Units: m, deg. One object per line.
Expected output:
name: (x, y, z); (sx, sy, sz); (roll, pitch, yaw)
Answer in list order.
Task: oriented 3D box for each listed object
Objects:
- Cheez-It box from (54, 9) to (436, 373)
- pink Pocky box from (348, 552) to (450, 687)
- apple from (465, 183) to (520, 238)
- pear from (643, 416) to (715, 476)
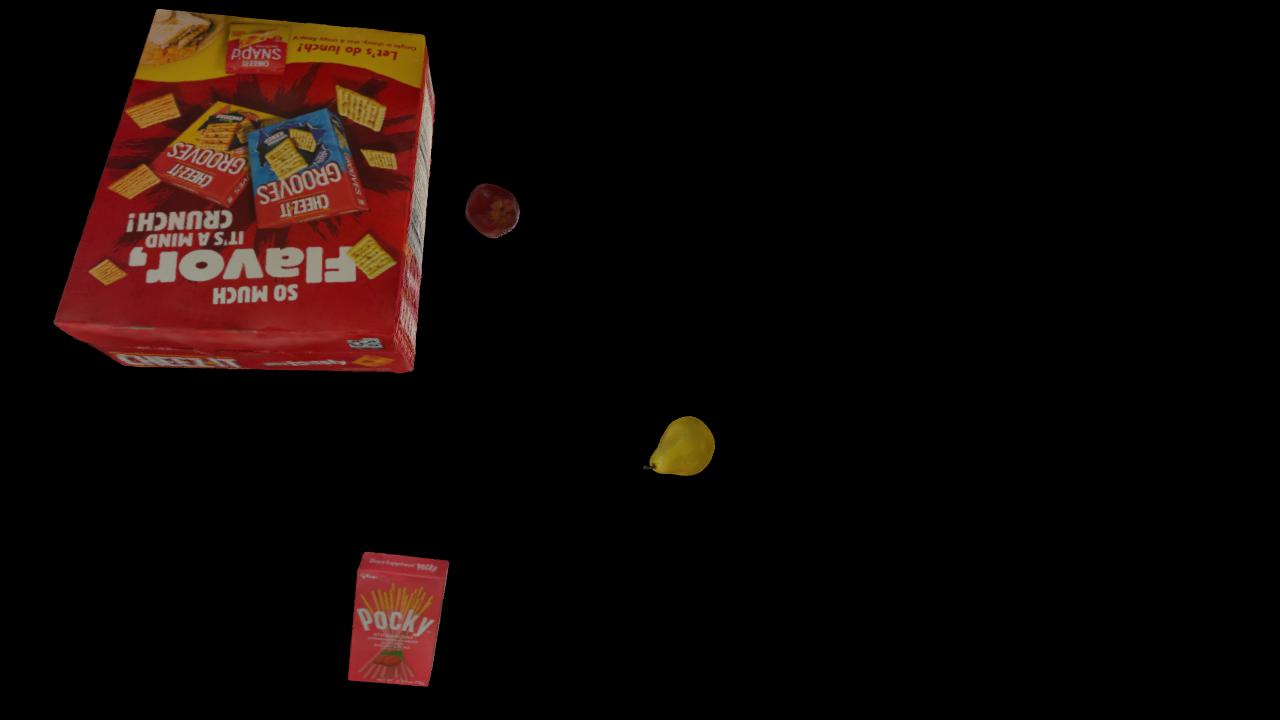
Cheez-It box: (-0.222, -0.106, 0.386); (0.166, 0.223, 0.071); (1, -21, -10)
pink Pocky box: (-0.249, 0.269, 0.632); (0.084, 0.155, 0.029); (11, 22, -11)
apple: (-0.214, -0.219, 0.898); (0.079, 0.079, 0.093); (0, 13, -25)
pear: (0.045, 0.125, 0.799); (0.111, 0.080, 0.080); (-33, 19, -32)
